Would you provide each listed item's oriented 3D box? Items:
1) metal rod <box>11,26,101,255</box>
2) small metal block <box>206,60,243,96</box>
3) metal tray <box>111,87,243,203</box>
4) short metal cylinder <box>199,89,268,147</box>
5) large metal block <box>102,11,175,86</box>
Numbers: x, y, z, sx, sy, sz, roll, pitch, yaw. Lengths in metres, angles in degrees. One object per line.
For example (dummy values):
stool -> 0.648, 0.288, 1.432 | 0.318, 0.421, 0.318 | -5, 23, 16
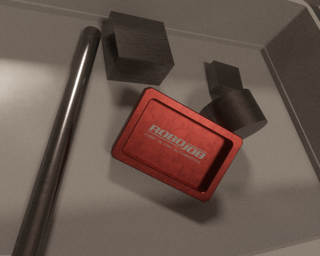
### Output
metal rod -> -0.106, -0.009, 0.354 | 0.025, 0.025, 0.300 | 18, 55, -18
small metal block -> 0.107, -0.079, 0.514 | 0.050, 0.025, 0.050 | 11, 57, -23
metal tray -> 0.020, 0.020, 0.368 | 0.131, 0.030, 0.090 | 28, 94, -11
short metal cylinder -> 0.101, -0.012, 0.434 | 0.081, 0.080, 0.050 | -11, 68, -33
large metal block -> -0.034, -0.111, 0.441 | 0.081, 0.050, 0.080 | 2, 61, -28
